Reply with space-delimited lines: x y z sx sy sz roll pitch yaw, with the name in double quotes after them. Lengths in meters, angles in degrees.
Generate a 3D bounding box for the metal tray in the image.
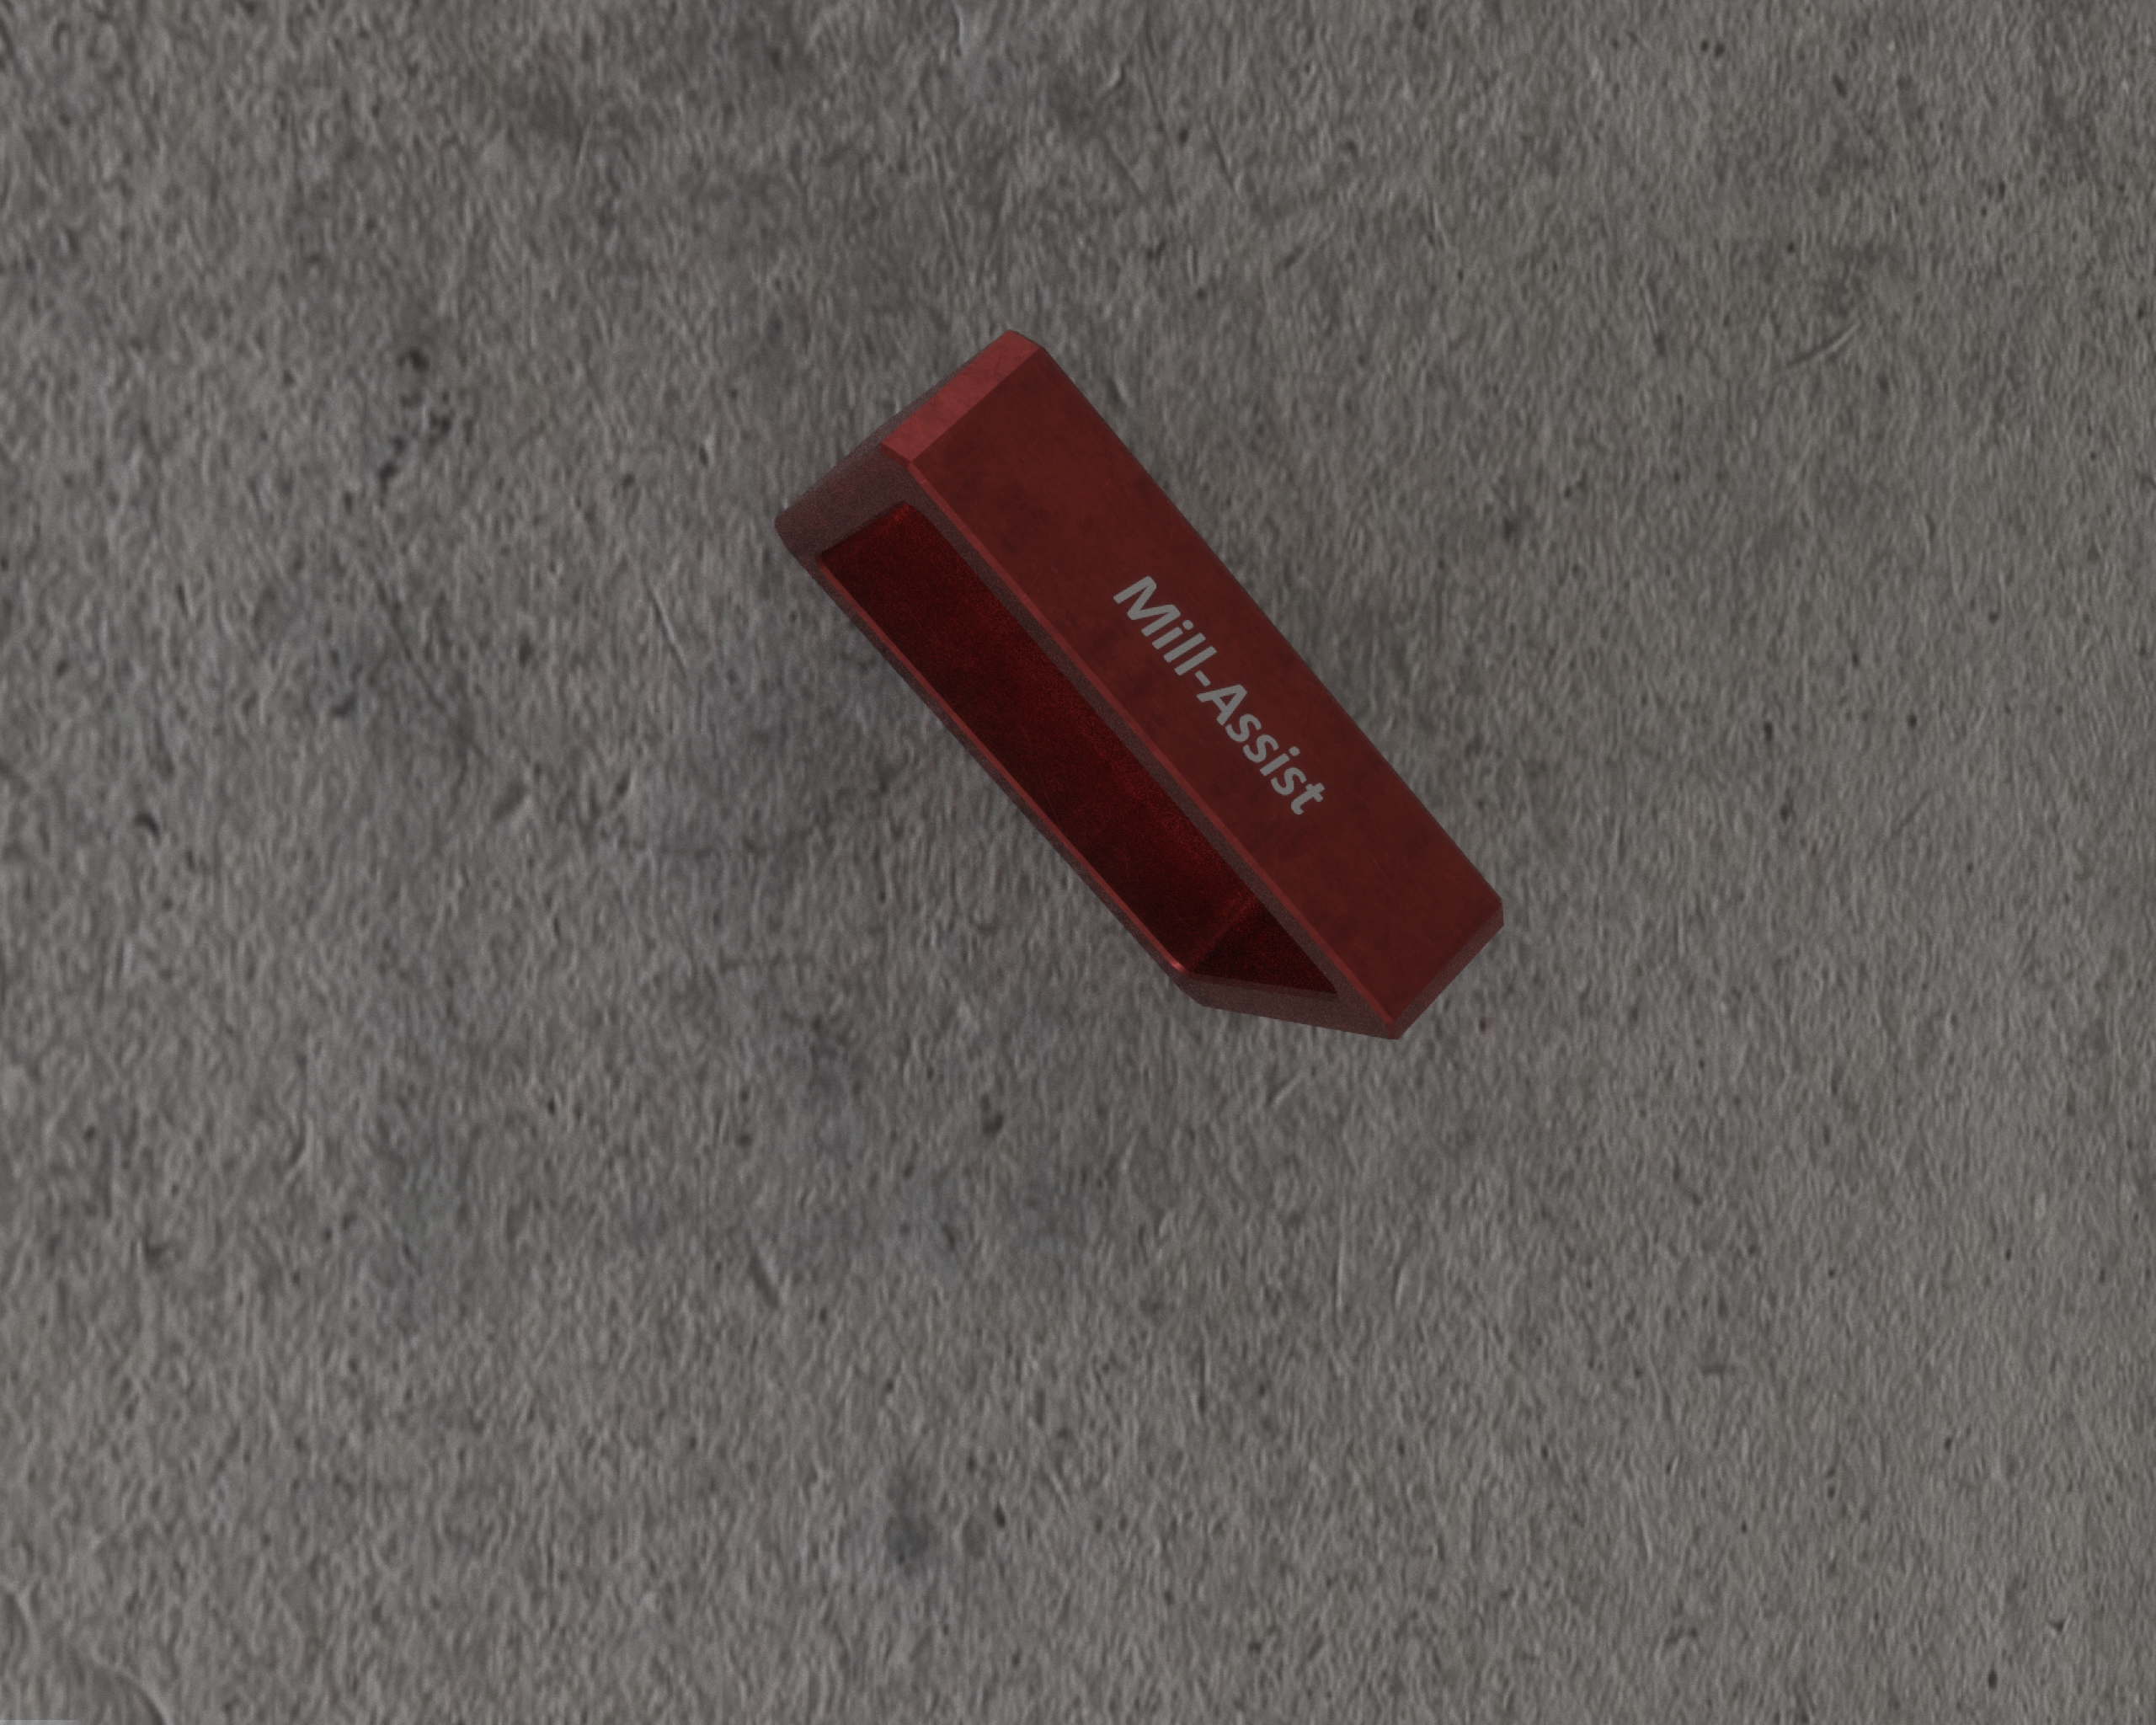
0.008 -0.027 0.377 0.030 0.090 0.130 -45 104 -14 "metal tray"
